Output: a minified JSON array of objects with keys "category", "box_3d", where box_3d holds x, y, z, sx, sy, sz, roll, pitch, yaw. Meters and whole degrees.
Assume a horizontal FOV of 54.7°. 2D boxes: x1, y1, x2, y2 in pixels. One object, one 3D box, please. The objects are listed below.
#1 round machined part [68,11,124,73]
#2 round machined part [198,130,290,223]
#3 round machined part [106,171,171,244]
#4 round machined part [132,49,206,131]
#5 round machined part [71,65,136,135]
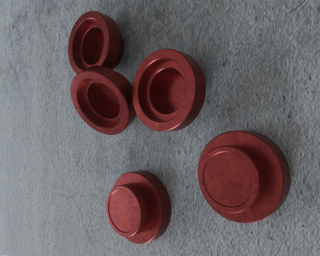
[{"category":"round machined part","box_3d":[-0.093,-0.123,0.471,0.098,0.042,0.097,0,90,40]},{"category":"round machined part","box_3d":[0.081,0.052,0.327,0.098,0.042,0.097,0,90,40]},{"category":"round machined part","box_3d":[-0.036,0.109,0.424,0.098,0.042,0.097,0,90,40]},{"category":"round machined part","box_3d":[0.015,-0.045,0.382,0.098,0.042,0.097,0,90,40]},{"category":"round machined part","box_3d":[-0.074,-0.042,0.437,0.098,0.042,0.097,17,128,23]}]
